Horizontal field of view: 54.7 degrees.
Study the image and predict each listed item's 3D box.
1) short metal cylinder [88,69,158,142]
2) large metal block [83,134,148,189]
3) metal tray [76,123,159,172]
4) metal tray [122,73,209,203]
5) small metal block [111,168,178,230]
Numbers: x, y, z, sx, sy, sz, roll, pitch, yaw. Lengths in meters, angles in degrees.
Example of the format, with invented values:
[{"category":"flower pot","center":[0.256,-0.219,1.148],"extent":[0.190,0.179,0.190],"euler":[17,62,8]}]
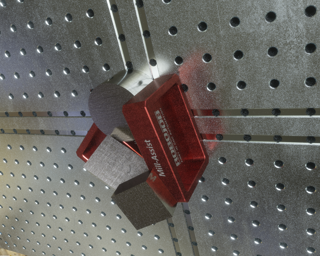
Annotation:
[{"category":"short metal cylinder","center":[-0.044,-0.029,0.398],"extent":[0.080,0.050,0.079],"euler":[13,124,20]},{"category":"large metal block","center":[-0.049,0.060,0.416],"extent":[0.080,0.050,0.080],"euler":[34,164,5]},{"category":"metal tray","center":[-0.054,0.048,0.463],"extent":[0.130,0.030,0.089],"euler":[40,129,0]},{"category":"metal tray","center":[0.013,0.012,0.368],"extent":[0.030,0.090,0.129],"euler":[-9,114,32]},{"category":"small metal block","center":[-0.017,0.081,0.347],"extent":[0.050,0.025,0.050],"euler":[-29,104,26]}]
